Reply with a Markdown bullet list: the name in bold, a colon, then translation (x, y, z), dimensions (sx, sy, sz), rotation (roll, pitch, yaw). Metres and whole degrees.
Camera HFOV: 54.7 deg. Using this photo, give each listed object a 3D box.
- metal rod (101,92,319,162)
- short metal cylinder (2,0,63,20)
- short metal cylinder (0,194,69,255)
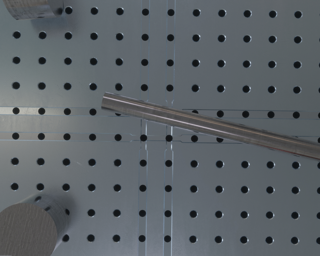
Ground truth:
- **metal rod**: translation (0.072, -0.001, 0.414), dimensions (0.302, 0.025, 0.025), rotation (13, 90, 0)
- **short metal cylinder**: translation (-0.158, -0.177, 0.384), dimensions (0.050, 0.080, 0.079), rotation (-4, 90, 0)
- **short metal cylinder**: translation (-0.165, 0.130, 0.400), dimensions (0.081, 0.050, 0.079), rotation (0, 90, 0)
